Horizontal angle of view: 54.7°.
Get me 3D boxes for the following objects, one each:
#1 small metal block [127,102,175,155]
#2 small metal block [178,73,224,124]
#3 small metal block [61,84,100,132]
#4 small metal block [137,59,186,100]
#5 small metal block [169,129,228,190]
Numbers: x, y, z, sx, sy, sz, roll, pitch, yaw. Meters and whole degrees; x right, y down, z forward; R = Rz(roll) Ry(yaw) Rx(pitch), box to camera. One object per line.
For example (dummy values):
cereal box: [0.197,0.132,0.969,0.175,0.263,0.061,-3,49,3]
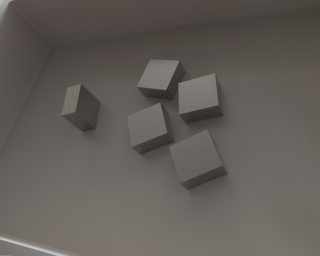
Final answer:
small metal block: [-0.013,0.001,0.410,0.050,0.025,0.050,-22,54,14]
small metal block: [0.052,-0.038,0.400,0.050,0.025,0.050,-13,56,21]
small metal block: [-0.118,-0.030,0.468,0.025,0.050,0.050,-12,57,22]
small metal block: [0.002,-0.071,0.447,0.050,0.025,0.050,11,67,32]
small metal block: [0.044,0.037,0.359,0.050,0.025,0.050,-25,53,12]
